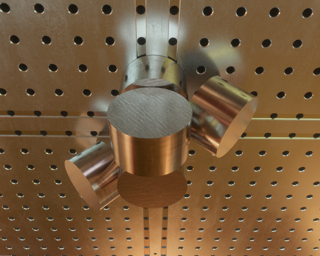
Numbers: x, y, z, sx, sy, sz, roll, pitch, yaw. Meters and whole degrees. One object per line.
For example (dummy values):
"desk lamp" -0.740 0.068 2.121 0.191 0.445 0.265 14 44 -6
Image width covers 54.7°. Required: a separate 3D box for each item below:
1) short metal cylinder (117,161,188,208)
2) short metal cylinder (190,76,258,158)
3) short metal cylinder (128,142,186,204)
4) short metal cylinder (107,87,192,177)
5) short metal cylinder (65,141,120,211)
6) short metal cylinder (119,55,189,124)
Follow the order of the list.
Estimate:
"short metal cylinder" -0.009 0.052 0.373 0.081 0.050 0.079 0 130 0
"short metal cylinder" 0.068 -0.013 0.356 0.050 0.081 0.079 35 134 24
"short metal cylinder" -0.005 0.066 0.451 0.081 0.050 0.079 -1 131 0
"short metal cylinder" -0.010 0.002 0.310 0.081 0.080 0.050 0 130 -1
"short metal cylinder" -0.085 0.065 0.422 0.050 0.080 0.079 -33 139 -31
"short metal cylinder" -0.008 -0.037 0.363 0.081 0.050 0.079 0 131 0
